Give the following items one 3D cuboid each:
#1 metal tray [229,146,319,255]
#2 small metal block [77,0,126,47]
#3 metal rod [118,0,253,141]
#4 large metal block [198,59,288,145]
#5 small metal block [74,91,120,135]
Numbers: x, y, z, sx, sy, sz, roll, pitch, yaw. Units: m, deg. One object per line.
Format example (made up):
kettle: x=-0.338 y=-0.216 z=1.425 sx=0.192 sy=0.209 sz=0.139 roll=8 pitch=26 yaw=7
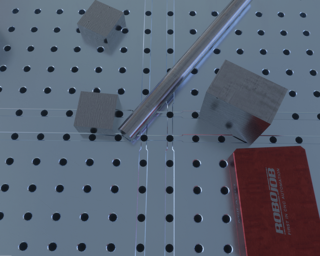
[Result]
metal tray: x=0.138 y=0.089 z=0.377 sx=0.091 sy=0.030 sz=0.130 roll=-2 pitch=70 yaw=-1
small metal block: x=-0.088 y=-0.158 z=0.469 sx=0.050 sy=0.025 sz=0.050 roll=27 pitch=72 yaw=9
metal rod: x=0.047 y=-0.102 z=0.449 sx=0.025 sy=0.025 sz=0.300 roll=36 pitch=74 yaw=12
large metal block: x=0.101 y=-0.030 z=0.394 sx=0.080 sy=0.080 sz=0.050 roll=28 pitch=73 yaw=10
small metal block: x=-0.084 y=-0.020 z=0.418 sx=0.050 sy=0.025 sz=0.050 roll=6 pitch=70 yaw=2
